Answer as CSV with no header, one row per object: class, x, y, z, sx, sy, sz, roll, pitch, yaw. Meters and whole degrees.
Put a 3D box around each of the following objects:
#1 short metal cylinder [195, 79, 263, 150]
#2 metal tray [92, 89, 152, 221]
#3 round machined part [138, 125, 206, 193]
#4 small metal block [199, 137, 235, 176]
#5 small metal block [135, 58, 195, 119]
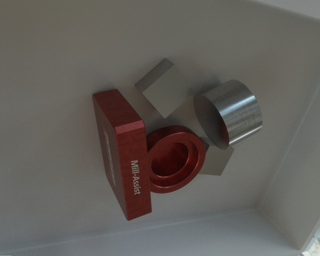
short metal cylinder,0.089,-0.018,0.411,0.050,0.080,0.080,-26,128,-13
metal tray,-0.044,0.031,0.361,0.030,0.090,0.129,-16,125,-19
round machined part,0.010,0.038,0.424,0.099,0.042,0.097,-14,125,-21
small metal block,0.079,0.045,0.480,0.050,0.025,0.050,10,113,-32
small metal block,0.006,-0.048,0.382,0.050,0.025,0.050,-42,128,1
